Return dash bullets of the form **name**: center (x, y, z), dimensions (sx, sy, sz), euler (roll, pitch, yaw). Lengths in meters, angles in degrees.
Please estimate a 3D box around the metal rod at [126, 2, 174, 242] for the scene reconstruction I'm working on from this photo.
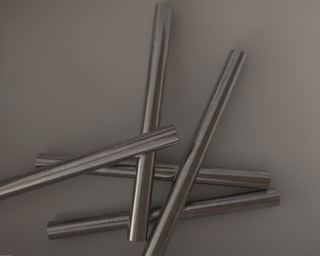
- **metal rod**: center (-0.011, -0.013, 0.393), dimensions (0.025, 0.025, 0.298), euler (7, 84, -1)

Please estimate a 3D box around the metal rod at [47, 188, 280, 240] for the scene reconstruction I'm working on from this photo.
- **metal rod**: center (0.005, 0.113, 0.410), dimensions (0.302, 0.025, 0.025), euler (-8, 90, -1)

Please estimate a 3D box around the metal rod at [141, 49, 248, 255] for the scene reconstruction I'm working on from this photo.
- **metal rod**: center (0.043, 0.037, 0.391), dimensions (0.025, 0.025, 0.299), euler (24, 82, -1)

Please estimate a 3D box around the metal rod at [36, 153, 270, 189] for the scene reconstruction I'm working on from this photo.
- **metal rod**: center (-0.008, 0.057, 0.410), dimensions (0.302, 0.025, 0.025), euler (5, 90, -1)

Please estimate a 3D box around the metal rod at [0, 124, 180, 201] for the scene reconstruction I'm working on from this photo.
- **metal rod**: center (-0.122, 0.053, 0.383), dimensions (0.301, 0.025, 0.025), euler (-18, 90, 5)
